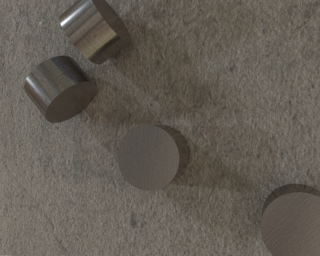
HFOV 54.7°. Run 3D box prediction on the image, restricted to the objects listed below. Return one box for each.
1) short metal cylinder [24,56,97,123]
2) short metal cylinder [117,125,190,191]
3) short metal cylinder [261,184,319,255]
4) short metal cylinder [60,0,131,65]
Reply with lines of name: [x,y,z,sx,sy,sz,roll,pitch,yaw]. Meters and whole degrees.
short metal cylinder: [-0.135,-0.052,0.426,0.080,0.080,0.050,-44,77,14]
short metal cylinder: [-0.007,0.036,0.397,0.080,0.050,0.079,0,90,19]
short metal cylinder: [0.154,0.106,0.342,0.080,0.050,0.079,0,90,19]
short metal cylinder: [-0.083,-0.131,0.408,0.050,0.080,0.080,-33,80,17]
